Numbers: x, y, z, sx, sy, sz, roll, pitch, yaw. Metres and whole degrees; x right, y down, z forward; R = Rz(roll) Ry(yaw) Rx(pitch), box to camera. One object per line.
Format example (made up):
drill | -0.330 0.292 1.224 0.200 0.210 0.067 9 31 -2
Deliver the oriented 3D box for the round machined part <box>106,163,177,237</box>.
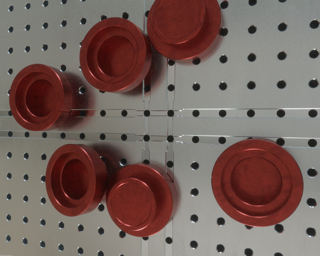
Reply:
round machined part | -0.030 0.097 0.415 0.098 0.042 0.097 0 90 20

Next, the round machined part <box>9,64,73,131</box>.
round machined part | -0.172 -0.044 0.465 0.098 0.042 0.097 0 90 20

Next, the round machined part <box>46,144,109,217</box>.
round machined part | -0.112 0.071 0.437 0.098 0.042 0.098 -2 85 32

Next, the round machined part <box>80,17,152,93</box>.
round machined part | -0.056 -0.096 0.424 0.098 0.042 0.097 0 90 20

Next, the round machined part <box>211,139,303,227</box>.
round machined part | 0.113 0.061 0.364 0.098 0.042 0.097 0 90 20

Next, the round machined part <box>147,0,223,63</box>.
round machined part | 0.028 -0.136 0.394 0.098 0.042 0.097 0 90 20
